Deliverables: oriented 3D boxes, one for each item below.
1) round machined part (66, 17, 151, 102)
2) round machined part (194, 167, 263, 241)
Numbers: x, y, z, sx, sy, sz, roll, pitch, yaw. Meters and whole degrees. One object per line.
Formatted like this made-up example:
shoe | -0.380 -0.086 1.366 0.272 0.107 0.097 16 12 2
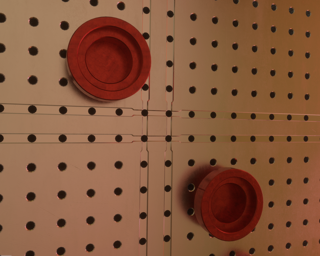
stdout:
round machined part | -0.064 -0.081 0.380 0.099 0.042 0.097 0 90 -20
round machined part | 0.092 0.104 0.437 0.099 0.042 0.097 0 90 -20
